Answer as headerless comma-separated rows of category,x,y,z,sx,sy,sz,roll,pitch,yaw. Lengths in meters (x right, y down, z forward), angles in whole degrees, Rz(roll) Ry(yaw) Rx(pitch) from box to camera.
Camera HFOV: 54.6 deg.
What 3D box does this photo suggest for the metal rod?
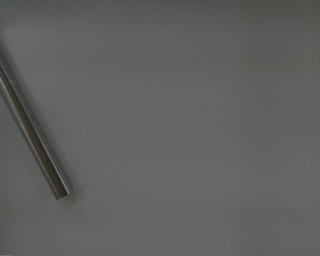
metal rod,-0.195,-0.043,0.410,0.025,0.025,0.299,-28,90,0
